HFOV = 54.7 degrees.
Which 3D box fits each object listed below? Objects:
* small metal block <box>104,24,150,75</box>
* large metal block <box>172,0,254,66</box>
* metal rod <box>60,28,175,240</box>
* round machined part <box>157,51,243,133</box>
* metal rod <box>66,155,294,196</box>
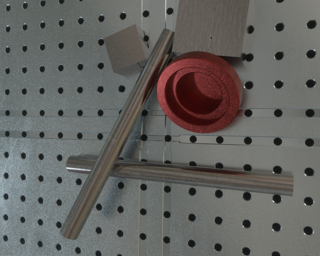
[{"bbox_3d":[-0.044,-0.107,0.427,0.050,0.025,0.050,-19,84,18],"label":"small metal block"},{"bbox_3d":[0.066,-0.124,0.376,0.080,0.050,0.079,9,93,19],"label":"large metal block"},{"bbox_3d":[-0.053,0.009,0.409,0.025,0.025,0.299,28,91,17],"label":"metal rod"},{"bbox_3d":[0.049,-0.045,0.370,0.098,0.042,0.097,13,128,18],"label":"round machined part"},{"bbox_3d":[0.012,0.060,0.407,0.301,0.025,0.025,3,91,19],"label":"metal rod"}]
